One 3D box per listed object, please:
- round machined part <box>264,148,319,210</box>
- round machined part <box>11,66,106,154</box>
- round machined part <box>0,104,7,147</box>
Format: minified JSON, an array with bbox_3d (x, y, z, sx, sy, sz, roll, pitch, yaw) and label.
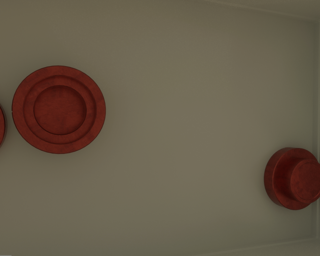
[{"bbox_3d":[0.216,0.080,0.484,0.099,0.042,0.097,0,90,-21],"label":"round machined part"},{"bbox_3d":[-0.116,-0.020,0.359,0.099,0.042,0.097,0,90,-21],"label":"round machined part"},{"bbox_3d":[-0.216,-0.002,0.322,0.099,0.042,0.097,0,90,-21],"label":"round machined part"}]
